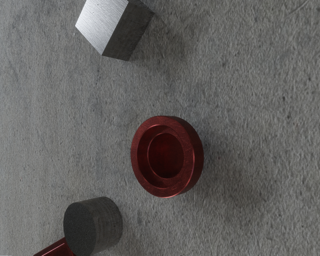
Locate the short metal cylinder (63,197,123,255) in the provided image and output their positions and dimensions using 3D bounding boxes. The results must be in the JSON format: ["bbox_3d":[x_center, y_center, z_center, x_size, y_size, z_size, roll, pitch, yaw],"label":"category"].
[{"bbox_3d":[-0.103,0.149,0.474,0.080,0.050,0.080,0,90,40],"label":"short metal cylinder"}]

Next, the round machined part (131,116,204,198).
[{"bbox_3d":[0.013,0.034,0.383,0.098,0.042,0.097,0,90,40],"label":"round machined part"}]

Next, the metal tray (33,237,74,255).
[{"bbox_3d":[-0.170,0.247,0.541,0.130,0.030,0.090,-36,68,34],"label":"metal tray"}]

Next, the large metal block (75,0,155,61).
[{"bbox_3d":[-0.067,-0.155,0.444,0.080,0.050,0.080,49,119,28],"label":"large metal block"}]
